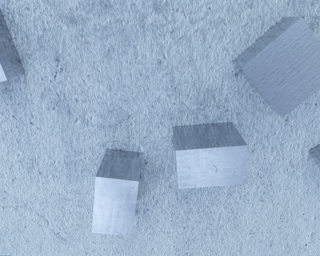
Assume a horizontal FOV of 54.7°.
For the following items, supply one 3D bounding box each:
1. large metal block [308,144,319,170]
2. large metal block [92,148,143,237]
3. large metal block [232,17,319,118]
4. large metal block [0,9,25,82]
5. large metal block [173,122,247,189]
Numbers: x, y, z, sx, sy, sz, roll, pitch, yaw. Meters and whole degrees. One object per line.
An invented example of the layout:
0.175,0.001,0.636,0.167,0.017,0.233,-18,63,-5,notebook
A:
0.265,0.049,0.417,0.080,0.050,0.080,-34,107,11,large metal block
-0.055,0.082,0.410,0.050,0.080,0.079,7,110,-3,large metal block
0.148,-0.073,0.370,0.080,0.050,0.080,-41,105,13,large metal block
-0.220,-0.090,0.361,0.080,0.050,0.080,-13,110,4,large metal block
0.060,0.032,0.392,0.080,0.080,0.050,-5,110,1,large metal block
